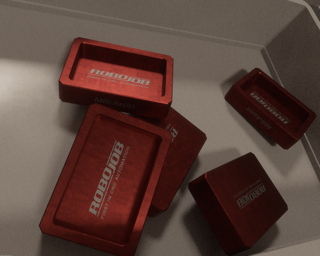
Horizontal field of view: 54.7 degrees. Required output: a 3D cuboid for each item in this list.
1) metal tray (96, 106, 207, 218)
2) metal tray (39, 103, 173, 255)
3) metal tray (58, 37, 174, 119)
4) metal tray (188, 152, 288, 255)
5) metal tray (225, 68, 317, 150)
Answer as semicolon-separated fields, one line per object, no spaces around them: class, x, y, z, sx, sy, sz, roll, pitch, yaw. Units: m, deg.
metal tray;-0.006;0.030;0.382;0.090;0.030;0.130;38;51;-3
metal tray;-0.050;0.051;0.310;0.091;0.030;0.130;21;74;-8
metal tray;-0.051;-0.064;0.391;0.131;0.030;0.090;10;50;-8
metal tray;0.102;0.087;0.386;0.131;0.030;0.090;-12;67;-49
metal tray;0.183;-0.036;0.512;0.130;0.030;0.091;43;50;13
